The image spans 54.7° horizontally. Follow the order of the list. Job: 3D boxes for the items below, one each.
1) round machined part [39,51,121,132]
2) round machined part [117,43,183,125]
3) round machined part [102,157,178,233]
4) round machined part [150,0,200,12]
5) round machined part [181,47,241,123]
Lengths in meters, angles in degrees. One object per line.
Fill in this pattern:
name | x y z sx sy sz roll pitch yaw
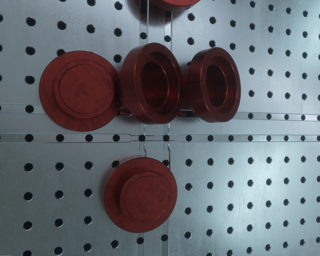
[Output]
round machined part | -0.092 -0.044 0.370 0.099 0.042 0.097 0 90 -21
round machined part | -0.015 -0.052 0.384 0.099 0.042 0.097 5 84 -53
round machined part | -0.022 0.086 0.397 0.099 0.042 0.097 0 90 -21
round machined part | 0.015 -0.203 0.410 0.099 0.042 0.097 0 90 -21
round machined part | 0.066 -0.055 0.416 0.099 0.042 0.097 4 85 -47
